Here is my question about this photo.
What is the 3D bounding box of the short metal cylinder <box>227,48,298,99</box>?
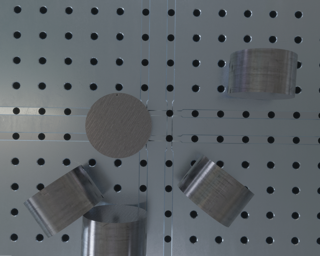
[{"bbox_3d":[0.127,-0.065,0.387,0.081,0.080,0.050,4,90,0],"label":"short metal cylinder"}]

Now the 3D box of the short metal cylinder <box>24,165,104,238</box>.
[{"bbox_3d":[-0.118,0.089,0.385,0.080,0.080,0.050,-35,90,0],"label":"short metal cylinder"}]

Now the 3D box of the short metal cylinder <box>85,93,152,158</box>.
[{"bbox_3d":[-0.050,-0.003,0.400,0.081,0.050,0.080,0,90,0],"label":"short metal cylinder"}]

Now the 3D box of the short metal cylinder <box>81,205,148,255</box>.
[{"bbox_3d":[-0.056,0.131,0.385,0.081,0.080,0.050,3,90,0],"label":"short metal cylinder"}]

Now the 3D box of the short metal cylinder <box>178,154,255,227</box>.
[{"bbox_3d":[0.069,0.077,0.386,0.080,0.080,0.050,38,90,0],"label":"short metal cylinder"}]
